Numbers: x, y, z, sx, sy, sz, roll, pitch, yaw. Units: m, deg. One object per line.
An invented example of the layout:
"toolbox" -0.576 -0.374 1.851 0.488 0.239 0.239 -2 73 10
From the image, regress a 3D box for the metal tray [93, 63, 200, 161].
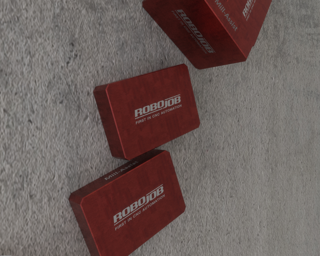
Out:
"metal tray" -0.010 -0.024 0.392 0.131 0.030 0.089 -23 105 -38

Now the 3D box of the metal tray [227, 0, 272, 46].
"metal tray" 0.141 -0.210 0.519 0.090 0.030 0.130 38 67 -33

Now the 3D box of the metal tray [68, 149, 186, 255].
"metal tray" -0.032 0.091 0.374 0.131 0.030 0.089 -27 107 -37

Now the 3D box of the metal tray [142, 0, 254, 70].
"metal tray" 0.051 -0.135 0.403 0.130 0.090 0.030 41 65 -32
